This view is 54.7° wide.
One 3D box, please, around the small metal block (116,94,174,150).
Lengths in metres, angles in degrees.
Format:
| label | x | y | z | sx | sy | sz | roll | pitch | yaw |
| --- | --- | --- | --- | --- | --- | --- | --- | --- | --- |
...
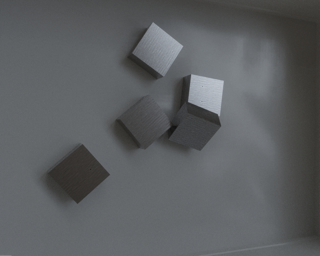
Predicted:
| label | x | y | z | sx | sy | sz | roll | pitch | yaw |
| --- | --- | --- | --- | --- | --- | --- | --- | --- | --- |
| small metal block | -0.020 | -0.008 | 0.403 | 0.050 | 0.025 | 0.050 | -41 | 103 | -15 |

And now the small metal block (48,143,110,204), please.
| label | x | y | z | sx | sy | sz | roll | pitch | yaw |
| --- | --- | --- | --- | --- | --- | --- | --- | --- | --- |
| small metal block | -0.098 | 0.054 | 0.374 | 0.050 | 0.025 | 0.050 | -42 | 104 | -15 |

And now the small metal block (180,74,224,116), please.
| label | x | y | z | sx | sy | sz | roll | pitch | yaw |
| --- | --- | --- | --- | --- | --- | --- | --- | --- | --- |
| small metal block | 0.058 | -0.044 | 0.432 | 0.050 | 0.025 | 0.050 | 8 | 88 | -20 |

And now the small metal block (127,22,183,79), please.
| label | x | y | z | sx | sy | sz | roll | pitch | yaw |
| --- | --- | --- | --- | --- | --- | --- | --- | --- | --- |
| small metal block | -0.006 | -0.100 | 0.408 | 0.050 | 0.025 | 0.050 | 34 | 79 | -17 |

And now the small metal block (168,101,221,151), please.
| label | x | y | z | sx | sy | sz | roll | pitch | yaw |
| --- | --- | --- | --- | --- | --- | --- | --- | --- | --- |
| small metal block | 0.044 | -0.002 | 0.412 | 0.050 | 0.025 | 0.050 | 20 | 127 | -19 |
